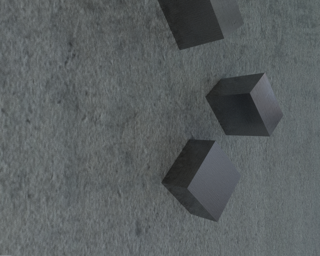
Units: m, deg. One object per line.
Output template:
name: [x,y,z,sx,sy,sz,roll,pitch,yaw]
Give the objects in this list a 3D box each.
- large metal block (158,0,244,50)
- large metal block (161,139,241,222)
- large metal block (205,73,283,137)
large metal block: [0.053,-0.159,0.416,0.050,0.080,0.080,-41,116,-32]
large metal block: [0.061,0.073,0.442,0.080,0.050,0.080,51,60,-28]
large metal block: [0.131,-0.034,0.482,0.050,0.080,0.080,-48,119,-29]
